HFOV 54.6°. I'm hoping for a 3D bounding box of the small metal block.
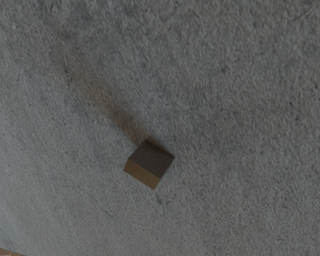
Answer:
[{"bbox_3d":[-0.014,0.050,0.430,0.050,0.050,0.025,31,129,8],"label":"small metal block"}]
